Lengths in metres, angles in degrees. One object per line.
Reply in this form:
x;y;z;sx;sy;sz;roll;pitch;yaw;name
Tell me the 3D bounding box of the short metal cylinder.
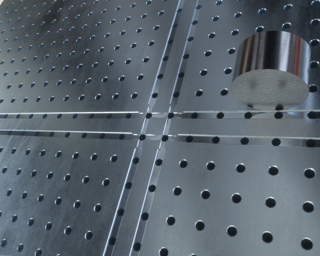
0.123;-0.061;0.345;0.080;0.080;0.050;1;63;28;short metal cylinder
